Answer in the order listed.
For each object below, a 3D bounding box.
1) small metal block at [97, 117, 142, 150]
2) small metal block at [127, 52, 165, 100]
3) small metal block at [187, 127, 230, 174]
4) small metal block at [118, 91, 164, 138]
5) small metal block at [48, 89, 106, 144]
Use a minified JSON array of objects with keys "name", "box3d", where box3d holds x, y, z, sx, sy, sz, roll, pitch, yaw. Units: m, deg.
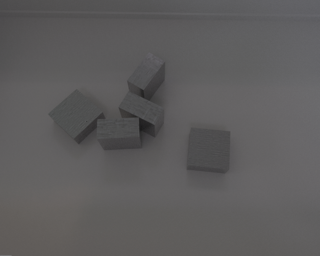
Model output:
[{"name":"small metal block","box3d":[-0.050,0.008,0.393,0.050,0.050,0.025,-3,70,-1]},{"name":"small metal block","box3d":[-0.017,-0.065,0.420,0.025,0.050,0.050,31,73,11]},{"name":"small metal block","box3d":[0.062,0.029,0.399,0.050,0.025,0.050,6,70,2]},{"name":"small metal block","box3d":[-0.023,-0.017,0.402,0.050,0.050,0.025,26,72,9]},{"name":"small metal block","box3d":[-0.110,-0.015,0.414,0.050,0.025,0.050,41,75,13]}]
